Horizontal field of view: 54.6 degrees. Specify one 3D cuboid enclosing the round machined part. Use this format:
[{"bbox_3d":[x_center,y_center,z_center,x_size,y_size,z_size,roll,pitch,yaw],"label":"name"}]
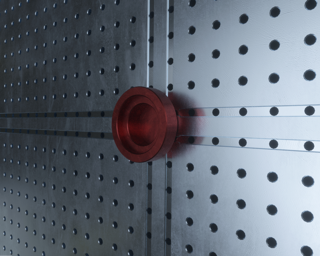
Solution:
[{"bbox_3d":[-0.016,-0.004,0.412,0.098,0.042,0.097,0,90,40],"label":"round machined part"}]
